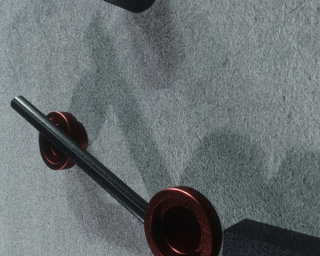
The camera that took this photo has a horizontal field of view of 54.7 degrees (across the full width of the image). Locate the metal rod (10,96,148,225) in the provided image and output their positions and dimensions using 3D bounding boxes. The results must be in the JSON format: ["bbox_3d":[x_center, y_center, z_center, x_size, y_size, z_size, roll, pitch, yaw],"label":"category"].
[{"bbox_3d":[-0.119,0.042,0.458,0.300,0.025,0.025,36,113,19],"label":"metal rod"}]

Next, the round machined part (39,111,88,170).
[{"bbox_3d":[-0.161,0.021,0.527,0.098,0.042,0.097,0,90,40],"label":"round machined part"}]

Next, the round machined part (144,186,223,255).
[{"bbox_3d":[0.031,0.118,0.368,0.098,0.042,0.097,0,90,40],"label":"round machined part"}]

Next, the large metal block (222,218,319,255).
[{"bbox_3d":[0.108,0.142,0.300,0.080,0.050,0.079,5,93,40],"label":"large metal block"}]

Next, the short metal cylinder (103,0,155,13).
[{"bbox_3d":[-0.043,-0.205,0.424,0.080,0.050,0.079,0,90,40],"label":"short metal cylinder"}]
